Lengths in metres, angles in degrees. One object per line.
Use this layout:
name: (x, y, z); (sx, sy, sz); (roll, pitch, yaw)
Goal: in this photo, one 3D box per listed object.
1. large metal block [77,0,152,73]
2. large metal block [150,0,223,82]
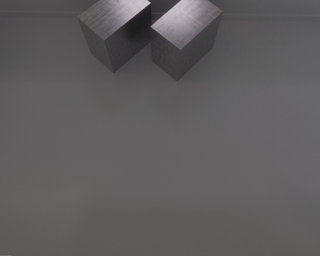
large metal block: (-0.058, -0.136, 0.430); (0.050, 0.080, 0.080); (42, 75, 14)
large metal block: (0.034, -0.124, 0.426); (0.050, 0.080, 0.080); (42, 75, 13)
